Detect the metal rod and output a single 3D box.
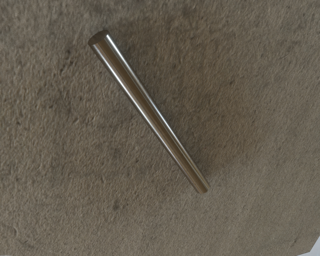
[{"bbox_3d":[0.003,0.002,0.411,0.025,0.025,0.300,-38,130,-3],"label":"metal rod"}]
